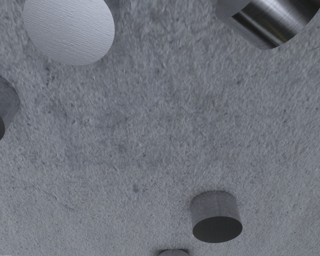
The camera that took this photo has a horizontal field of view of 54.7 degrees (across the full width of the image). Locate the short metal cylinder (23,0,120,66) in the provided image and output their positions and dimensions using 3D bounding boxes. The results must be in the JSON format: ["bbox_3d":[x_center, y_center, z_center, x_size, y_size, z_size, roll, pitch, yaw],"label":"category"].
[{"bbox_3d":[-0.081,-0.108,0.298,0.081,0.050,0.079,0,130,0],"label":"short metal cylinder"}]

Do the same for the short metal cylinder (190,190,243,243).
[{"bbox_3d":[0.093,0.150,0.520,0.081,0.050,0.079,0,130,0],"label":"short metal cylinder"}]

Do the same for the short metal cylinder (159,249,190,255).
[{"bbox_3d":[0.029,0.293,0.622,0.081,0.080,0.050,-2,130,1],"label":"short metal cylinder"}]

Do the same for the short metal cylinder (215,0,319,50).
[{"bbox_3d":[0.095,-0.117,0.273,0.050,0.080,0.080,28,124,-22],"label":"short metal cylinder"}]

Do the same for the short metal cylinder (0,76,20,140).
[{"bbox_3d":[-0.217,-0.024,0.367,0.081,0.050,0.079,0,130,0],"label":"short metal cylinder"}]
